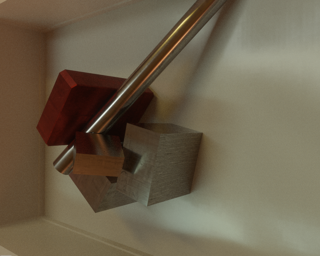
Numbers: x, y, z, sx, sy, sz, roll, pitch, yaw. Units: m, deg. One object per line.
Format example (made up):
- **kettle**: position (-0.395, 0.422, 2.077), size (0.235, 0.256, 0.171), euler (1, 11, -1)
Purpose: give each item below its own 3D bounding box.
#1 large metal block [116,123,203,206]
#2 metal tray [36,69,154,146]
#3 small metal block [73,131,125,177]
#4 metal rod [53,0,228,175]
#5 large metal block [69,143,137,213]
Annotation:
- **large metal block**: position (0.000, 0.039, 0.368), size (0.050, 0.081, 0.079), euler (17, 101, 38)
- **metal tray**: position (-0.079, -0.022, 0.399), size (0.030, 0.131, 0.089), euler (48, 120, 30)
- **small metal block**: position (-0.070, 0.029, 0.348), size (0.050, 0.050, 0.025), euler (-119, 40, -60)
- **metal rod**: position (-0.022, -0.057, 0.363), size (0.299, 0.025, 0.025), euler (-47, 61, 10)
- **large metal block**: position (-0.068, 0.061, 0.425), size (0.080, 0.081, 0.050), euler (44, 116, 31)
